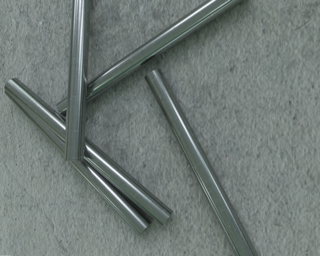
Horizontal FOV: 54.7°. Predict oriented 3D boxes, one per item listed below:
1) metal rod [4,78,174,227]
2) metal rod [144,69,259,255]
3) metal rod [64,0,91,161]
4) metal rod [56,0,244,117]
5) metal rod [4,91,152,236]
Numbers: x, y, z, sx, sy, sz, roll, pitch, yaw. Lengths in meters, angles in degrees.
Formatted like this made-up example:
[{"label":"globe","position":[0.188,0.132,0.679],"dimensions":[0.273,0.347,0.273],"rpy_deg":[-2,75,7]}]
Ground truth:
[{"label":"metal rod","position":[-0.106,0.027,0.433],"dimensions":[0.300,0.025,0.025],"rpy_deg":[39,102,11]},{"label":"metal rod","position":[0.057,0.060,0.388],"dimensions":[0.025,0.025,0.299],"rpy_deg":[-30,81,17]},{"label":"metal rod","position":[-0.111,-0.105,0.426],"dimensions":[0.025,0.025,0.298],"rpy_deg":[-2,82,19]},{"label":"metal rod","position":[-0.019,-0.099,0.414],"dimensions":[0.300,0.025,0.025],"rpy_deg":[-30,81,17]},{"label":"metal rod","position":[-0.126,0.037,0.452],"dimensions":[0.300,0.025,0.025],"rpy_deg":[42,103,14]}]
